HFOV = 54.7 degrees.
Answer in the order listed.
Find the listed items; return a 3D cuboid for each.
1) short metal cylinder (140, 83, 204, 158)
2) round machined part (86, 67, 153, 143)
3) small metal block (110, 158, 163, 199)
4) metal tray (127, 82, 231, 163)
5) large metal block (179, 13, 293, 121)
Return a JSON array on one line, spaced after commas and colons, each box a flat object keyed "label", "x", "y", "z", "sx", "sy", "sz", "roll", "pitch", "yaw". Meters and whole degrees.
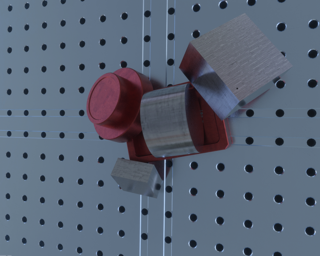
[{"label": "short metal cylinder", "x": 0.017, "y": -0.008, "z": 0.360, "sx": 0.050, "sy": 0.080, "sz": 0.080, "roll": -9, "pitch": 87, "yaw": 19}, {"label": "round machined part", "x": -0.058, "y": -0.033, "z": 0.400, "sx": 0.098, "sy": 0.042, "sz": 0.098, "roll": -16, "pitch": 66, "yaw": 39}, {"label": "small metal block", "x": -0.029, "y": 0.066, "z": 0.403, "sx": 0.050, "sy": 0.050, "sz": 0.025, "roll": 8, "pitch": 59, "yaw": 20}, {"label": "metal tray", "x": 0.018, "y": -0.007, "z": 0.401, "sx": 0.130, "sy": 0.030, "sz": 0.089, "roll": -12, "pitch": 86, "yaw": 19}, {"label": "large metal block", "x": 0.082, "y": -0.068, "z": 0.345, "sx": 0.080, "sy": 0.050, "sz": 0.080, "roll": -32, "pitch": 78, "yaw": -20}]
